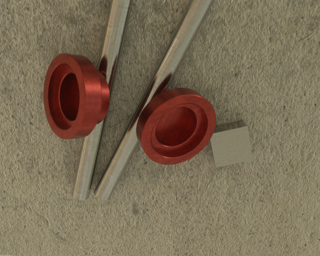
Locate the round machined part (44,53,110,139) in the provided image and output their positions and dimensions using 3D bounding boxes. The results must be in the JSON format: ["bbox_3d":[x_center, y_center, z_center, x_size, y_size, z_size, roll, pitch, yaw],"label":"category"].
[{"bbox_3d":[-0.096,-0.037,0.368,0.042,0.098,0.097,-4,118,-45],"label":"round machined part"}]

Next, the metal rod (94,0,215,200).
[{"bbox_3d":[-0.015,-0.030,0.398,0.025,0.025,0.298,26,108,-9],"label":"metal rod"}]

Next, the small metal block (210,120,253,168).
[{"bbox_3d":[0.094,0.021,0.419,0.050,0.025,0.050,-13,110,4],"label":"small metal block"}]

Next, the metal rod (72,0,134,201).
[{"bbox_3d":[-0.075,-0.038,0.394,0.025,0.025,0.298,14,109,-6],"label":"metal rod"}]

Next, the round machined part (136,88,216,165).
[{"bbox_3d":[0.017,-0.006,0.386,0.099,0.042,0.097,-13,125,-19],"label":"round machined part"}]
